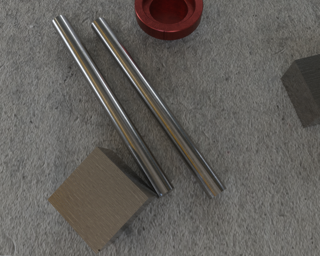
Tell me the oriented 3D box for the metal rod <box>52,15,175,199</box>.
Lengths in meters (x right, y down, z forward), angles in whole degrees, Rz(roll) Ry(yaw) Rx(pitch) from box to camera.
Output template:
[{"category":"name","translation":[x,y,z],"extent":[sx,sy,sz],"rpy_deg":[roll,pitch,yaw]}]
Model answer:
[{"category":"metal rod","translation":[-0.071,-0.039,0.421],"extent":[0.025,0.025,0.299],"rpy_deg":[-30,73,-11]}]

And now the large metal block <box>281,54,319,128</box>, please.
[{"category":"large metal block","translation":[0.225,-0.054,0.417],"extent":[0.081,0.050,0.080],"rpy_deg":[-15,71,-6]}]

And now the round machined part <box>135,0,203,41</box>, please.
[{"category":"round machined part","translation":[0.013,-0.171,0.462],"extent":[0.099,0.042,0.098],"rpy_deg":[0,70,-1]}]

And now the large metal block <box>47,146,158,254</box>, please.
[{"category":"large metal block","translation":[-0.063,0.079,0.355],"extent":[0.080,0.050,0.080],"rpy_deg":[43,90,13]}]

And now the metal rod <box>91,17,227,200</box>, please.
[{"category":"metal rod","translation":[-0.010,-0.037,0.421],"extent":[0.025,0.025,0.299],"rpy_deg":[-31,73,-11]}]
